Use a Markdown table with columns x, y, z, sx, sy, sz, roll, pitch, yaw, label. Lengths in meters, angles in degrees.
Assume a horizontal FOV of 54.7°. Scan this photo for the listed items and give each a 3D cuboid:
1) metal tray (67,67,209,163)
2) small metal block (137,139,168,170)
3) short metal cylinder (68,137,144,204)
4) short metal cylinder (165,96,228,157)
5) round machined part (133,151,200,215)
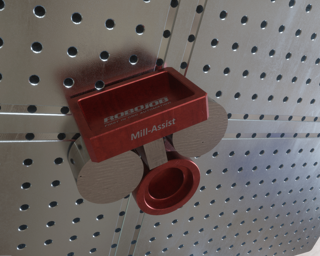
| x | y | z | sx | sy | sz | roll | pitch | yaw | label |
| --- | --- | --- | --- | --- | --- | --- | --- | --- | --- |
| -0.025 | -0.021 | 0.337 | 0.131 | 0.090 | 0.030 | -21 | 127 | -15 | metal tray |
| -0.016 | 0.016 | 0.391 | 0.025 | 0.050 | 0.050 | -23 | 127 | -15 | small metal block |
| -0.067 | 0.046 | 0.382 | 0.081 | 0.050 | 0.079 | -14 | 124 | -21 | short metal cylinder |
| 0.041 | -0.008 | 0.408 | 0.081 | 0.050 | 0.079 | -14 | 124 | -21 | short metal cylinder |
| 0.005 | 0.074 | 0.443 | 0.099 | 0.042 | 0.097 | -14 | 124 | -21 | round machined part |
